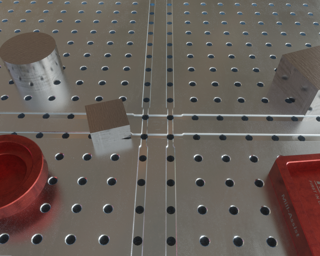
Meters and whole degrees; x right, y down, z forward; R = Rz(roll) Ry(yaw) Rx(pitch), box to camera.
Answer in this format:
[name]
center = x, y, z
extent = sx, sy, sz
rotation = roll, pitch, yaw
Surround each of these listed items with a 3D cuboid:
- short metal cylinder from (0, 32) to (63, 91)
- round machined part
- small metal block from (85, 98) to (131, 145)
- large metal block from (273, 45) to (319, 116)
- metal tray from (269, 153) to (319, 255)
[short metal cylinder]
center = -0.195, -0.103, 0.477
extent = 0.080, 0.050, 0.080
rotation = 0, 50, 0
[round machined part]
center = -0.176, 0.058, 0.347
extent = 0.099, 0.042, 0.098
rotation = 0, 50, 0
[small metal block]
center = -0.070, -0.009, 0.415
extent = 0.050, 0.025, 0.050
rotation = -13, 51, -11
[large metal block]
center = 0.229, -0.072, 0.454
extent = 0.081, 0.050, 0.080
rotation = -16, 52, -13
[metal tray]
center = 0.183, 0.089, 0.330
extent = 0.091, 0.030, 0.130
rotation = -4, 50, -3
